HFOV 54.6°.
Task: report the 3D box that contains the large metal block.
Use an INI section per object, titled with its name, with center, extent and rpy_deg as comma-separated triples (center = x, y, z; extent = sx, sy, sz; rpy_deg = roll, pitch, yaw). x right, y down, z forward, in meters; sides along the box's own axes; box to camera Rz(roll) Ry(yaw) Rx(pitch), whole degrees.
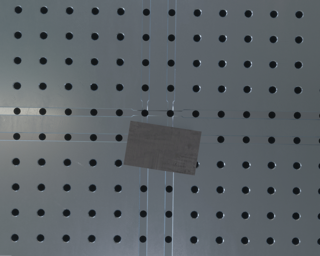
[large metal block]
center = 0.003, 0.022, 0.386
extent = 0.080, 0.080, 0.050
rpy_deg = 9, 90, 0
